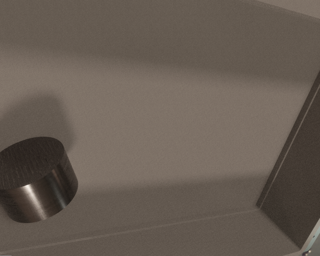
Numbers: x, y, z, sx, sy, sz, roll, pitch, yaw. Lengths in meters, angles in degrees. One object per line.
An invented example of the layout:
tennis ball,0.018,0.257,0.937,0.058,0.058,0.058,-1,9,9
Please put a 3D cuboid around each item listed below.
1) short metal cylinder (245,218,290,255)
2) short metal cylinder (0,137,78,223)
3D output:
short metal cylinder,0.235,0.246,0.680,0.081,0.050,0.079,-14,124,-21
short metal cylinder,-0.135,0.053,0.333,0.081,0.080,0.050,-21,127,-16
